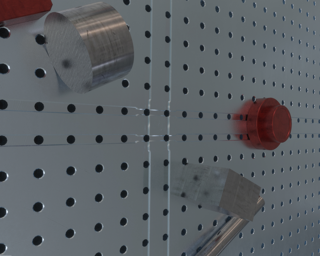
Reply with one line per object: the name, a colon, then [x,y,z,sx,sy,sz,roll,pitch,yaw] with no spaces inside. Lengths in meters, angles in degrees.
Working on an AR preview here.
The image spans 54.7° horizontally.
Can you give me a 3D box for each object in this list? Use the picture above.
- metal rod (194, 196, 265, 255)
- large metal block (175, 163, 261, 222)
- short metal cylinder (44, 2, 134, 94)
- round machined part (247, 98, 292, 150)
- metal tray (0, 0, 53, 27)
metal rod: [0.072,0.193,0.469,0.302,0.025,0.025,-30,109,-36]
large metal block: [0.083,0.091,0.443,0.080,0.080,0.050,31,71,-36]
short metal cylinder: [-0.072,-0.081,0.313,0.050,0.080,0.080,-32,110,-35]
round machined part: [0.207,-0.007,0.572,0.099,0.042,0.097,0,90,-40]
metal tray: [-0.171,-0.129,0.262,0.131,0.030,0.090,-31,110,-36]
